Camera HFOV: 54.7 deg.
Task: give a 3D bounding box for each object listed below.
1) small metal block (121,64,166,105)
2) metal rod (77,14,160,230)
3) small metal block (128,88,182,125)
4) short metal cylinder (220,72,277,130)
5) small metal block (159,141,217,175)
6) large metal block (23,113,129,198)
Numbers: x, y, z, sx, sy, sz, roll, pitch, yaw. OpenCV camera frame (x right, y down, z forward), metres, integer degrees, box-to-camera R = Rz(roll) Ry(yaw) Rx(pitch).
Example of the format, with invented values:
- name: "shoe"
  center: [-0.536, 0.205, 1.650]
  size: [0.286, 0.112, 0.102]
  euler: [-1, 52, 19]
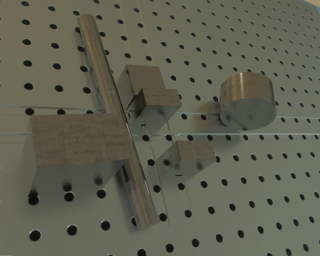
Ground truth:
- name: "small metal block"
  center: [-0.022, -0.060, 0.434]
  size: [0.050, 0.025, 0.050]
  euler: [-2, 63, -30]
- name: "metal rod"
  center: [-0.059, -0.024, 0.391]
  size: [0.025, 0.025, 0.299]
  euler: [-6, 65, -31]
- name: "small metal block"
  center: [-0.007, -0.027, 0.406]
  size: [0.050, 0.050, 0.025]
  euler: [-2, 63, -30]
- name: "short metal cylinder"
  center: [0.132, -0.039, 0.470]
  size: [0.081, 0.080, 0.050]
  euler: [19, 54, -18]
- name: "small metal block"
  center: [0.034, 0.039, 0.388]
  size: [0.050, 0.050, 0.025]
  euler: [4, 60, -27]
- name: "large metal block"
  center: [-0.088, 0.028, 0.310]
  size: [0.081, 0.080, 0.050]
  euler: [-3, 64, -30]
